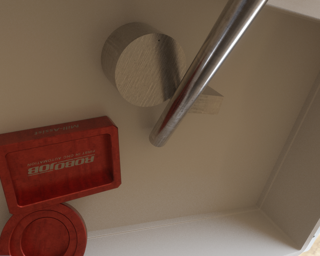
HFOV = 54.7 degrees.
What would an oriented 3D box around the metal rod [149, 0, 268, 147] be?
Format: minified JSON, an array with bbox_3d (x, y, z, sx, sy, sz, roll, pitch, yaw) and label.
[{"bbox_3d":[0.043,-0.059,0.293,0.025,0.025,0.298,-8,154,-25],"label":"metal rod"}]

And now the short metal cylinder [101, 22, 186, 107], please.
[{"bbox_3d":[-0.019,-0.070,0.340,0.081,0.050,0.079,-14,125,-21],"label":"short metal cylinder"}]

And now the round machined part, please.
[{"bbox_3d":[-0.141,0.138,0.386,0.099,0.042,0.097,1,83,-10],"label":"round machined part"}]

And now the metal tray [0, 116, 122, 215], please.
[{"bbox_3d":[-0.114,0.042,0.364,0.131,0.030,0.089,-11,118,-23],"label":"metal tray"}]

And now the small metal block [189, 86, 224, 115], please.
[{"bbox_3d":[0.044,-0.040,0.393,0.050,0.050,0.025,2,118,-30],"label":"small metal block"}]
